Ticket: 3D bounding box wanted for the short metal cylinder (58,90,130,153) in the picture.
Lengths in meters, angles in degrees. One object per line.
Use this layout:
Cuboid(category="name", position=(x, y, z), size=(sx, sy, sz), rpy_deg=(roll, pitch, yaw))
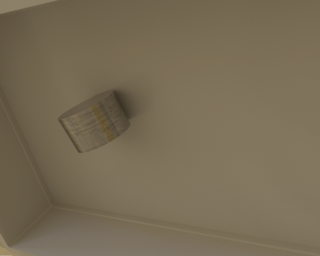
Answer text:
Cuboid(category="short metal cylinder", position=(-0.087, -0.010, 0.414), size=(0.080, 0.080, 0.050), rpy_deg=(-14, 111, 34))
